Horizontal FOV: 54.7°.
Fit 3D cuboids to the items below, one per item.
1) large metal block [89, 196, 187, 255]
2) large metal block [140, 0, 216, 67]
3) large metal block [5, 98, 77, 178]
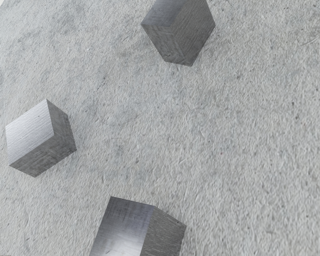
[{"bbox_3d":[-0.021,0.122,0.305,0.050,0.080,0.080,4,64,30],"label":"large metal block"},{"bbox_3d":[0.029,-0.148,0.444,0.050,0.080,0.080,20,72,35],"label":"large metal block"},{"bbox_3d":[-0.183,0.015,0.475,0.080,0.050,0.080,-33,52,6],"label":"large metal block"}]
